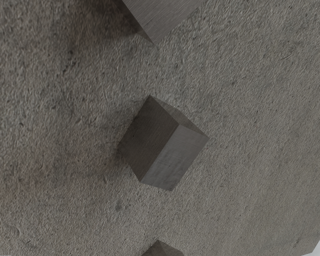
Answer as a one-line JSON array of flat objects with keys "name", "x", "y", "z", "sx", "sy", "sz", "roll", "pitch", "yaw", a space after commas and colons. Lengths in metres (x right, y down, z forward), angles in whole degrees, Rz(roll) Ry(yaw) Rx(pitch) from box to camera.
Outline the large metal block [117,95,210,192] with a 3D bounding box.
[{"name": "large metal block", "x": 0.001, "y": 0.017, "z": 0.382, "sx": 0.050, "sy": 0.080, "sz": 0.080, "roll": 24, "pitch": 105, "yaw": -37}]

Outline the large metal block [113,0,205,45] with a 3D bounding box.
[{"name": "large metal block", "x": -0.007, "y": -0.143, "z": 0.299, "sx": 0.080, "sy": 0.050, "sz": 0.080, "roll": -42, "pitch": 130, "yaw": 0}]

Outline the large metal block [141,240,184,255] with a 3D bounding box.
[{"name": "large metal block", "x": 0.001, "y": 0.256, "z": 0.550, "sx": 0.080, "sy": 0.050, "sz": 0.080, "roll": -45, "pitch": 129, "yaw": 3}]
